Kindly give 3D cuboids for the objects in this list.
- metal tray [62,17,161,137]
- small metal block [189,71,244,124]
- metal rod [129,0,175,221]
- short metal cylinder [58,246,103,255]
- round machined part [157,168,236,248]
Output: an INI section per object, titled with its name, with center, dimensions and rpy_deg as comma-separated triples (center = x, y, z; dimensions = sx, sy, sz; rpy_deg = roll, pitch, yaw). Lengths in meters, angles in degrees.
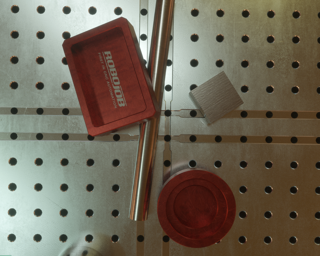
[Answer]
[metal tray]
center = -0.062, -0.063, 0.395
dimensions = 0.090, 0.030, 0.129
rpy_deg = -19, 85, 11
[small metal block]
center = 0.075, -0.040, 0.414
dimensions = 0.050, 0.025, 0.050
rpy_deg = -32, 90, -1
[metal rod]
center = -0.011, -0.028, 0.413
dimensions = 0.025, 0.025, 0.298
rpy_deg = 7, 90, -1
[short metal cylinder]
center = -0.109, 0.202, 0.400
dimensions = 0.081, 0.050, 0.079
rpy_deg = 0, 90, -1
[round machined part]
center = 0.046, 0.101, 0.406
dimensions = 0.099, 0.042, 0.097
rpy_deg = 0, 90, -1
